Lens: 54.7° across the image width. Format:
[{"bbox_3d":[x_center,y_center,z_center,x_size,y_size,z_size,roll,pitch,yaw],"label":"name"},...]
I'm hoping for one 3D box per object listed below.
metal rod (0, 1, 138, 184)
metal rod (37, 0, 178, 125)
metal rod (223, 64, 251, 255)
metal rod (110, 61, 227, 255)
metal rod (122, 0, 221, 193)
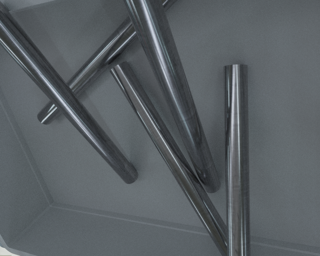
[{"bbox_3d":[-0.097,-0.013,0.374,0.025,0.025,0.299,3,145,27],"label":"metal rod"},{"bbox_3d":[-0.084,-0.080,0.403,0.299,0.025,0.025,-33,100,38],"label":"metal rod"},{"bbox_3d":[0.085,0.083,0.336,0.025,0.025,0.298,0,93,28],"label":"metal rod"},{"bbox_3d":[0.025,0.050,0.398,0.025,0.025,0.299,-29,94,37],"label":"metal rod"},{"bbox_3d":[0.026,-0.011,0.310,0.025,0.025,0.299,6,146,25],"label":"metal rod"}]
